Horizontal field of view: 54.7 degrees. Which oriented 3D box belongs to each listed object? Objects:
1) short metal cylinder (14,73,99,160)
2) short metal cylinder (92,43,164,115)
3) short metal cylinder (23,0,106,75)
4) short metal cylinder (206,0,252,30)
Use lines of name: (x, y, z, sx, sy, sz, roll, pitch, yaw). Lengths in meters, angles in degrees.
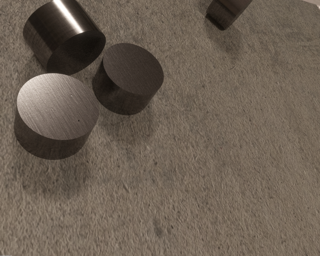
short metal cylinder: (-0.112, -0.012, 0.335, 0.081, 0.050, 0.080, 14, 56, -21)
short metal cylinder: (-0.042, -0.063, 0.405, 0.081, 0.050, 0.080, 14, 56, -21)
short metal cylinder: (-0.113, -0.107, 0.373, 0.081, 0.080, 0.050, -30, 79, -38)
short metal cylinder: (0.133, -0.234, 0.586, 0.050, 0.080, 0.080, 43, 51, 0)
